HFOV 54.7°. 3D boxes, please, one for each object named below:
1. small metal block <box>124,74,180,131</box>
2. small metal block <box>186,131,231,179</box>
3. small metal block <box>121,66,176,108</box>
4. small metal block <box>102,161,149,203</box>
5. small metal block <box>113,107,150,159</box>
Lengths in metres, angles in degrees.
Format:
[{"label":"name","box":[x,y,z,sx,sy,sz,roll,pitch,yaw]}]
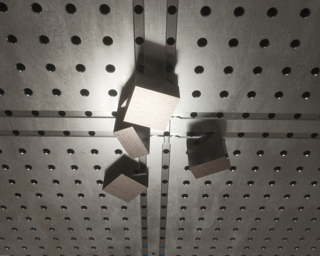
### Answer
[{"label":"small metal block","box":[-0.010,-0.028,0.355,0.050,0.025,0.050,14,128,-13]},{"label":"small metal block","box":[0.066,0.037,0.428,0.050,0.050,0.025,-21,127,16]},{"label":"small metal block","box":[-0.012,-0.039,0.379,0.050,0.025,0.050,28,124,-22]},{"label":"small metal block","box":[-0.054,0.085,0.484,0.050,0.025,0.050,34,122,-26]},{"label":"small metal block","box":[-0.034,0.003,0.397,0.025,0.050,0.050,-17,129,14]}]
